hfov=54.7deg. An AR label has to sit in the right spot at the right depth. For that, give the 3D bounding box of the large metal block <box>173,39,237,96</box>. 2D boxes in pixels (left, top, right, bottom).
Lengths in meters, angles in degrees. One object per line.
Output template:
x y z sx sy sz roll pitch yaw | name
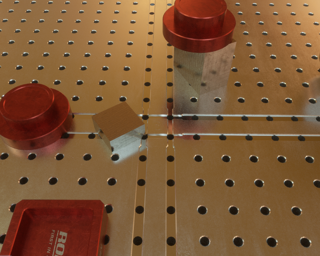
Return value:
0.063 -0.110 0.465 0.050 0.080 0.080 -22 54 -17 | large metal block

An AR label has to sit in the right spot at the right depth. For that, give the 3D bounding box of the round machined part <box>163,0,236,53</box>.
0.053 -0.148 0.417 0.099 0.042 0.098 0 50 0 | round machined part

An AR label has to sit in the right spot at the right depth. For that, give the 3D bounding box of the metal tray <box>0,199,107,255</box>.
-0.103 0.133 0.291 0.091 0.030 0.130 0 50 0 | metal tray

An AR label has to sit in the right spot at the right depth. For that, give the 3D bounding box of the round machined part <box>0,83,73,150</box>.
-0.171 -0.022 0.414 0.099 0.042 0.098 0 50 0 | round machined part

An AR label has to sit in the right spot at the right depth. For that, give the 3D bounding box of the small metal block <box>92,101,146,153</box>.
-0.054 -0.002 0.409 0.050 0.025 0.050 -27 55 -21 | small metal block
